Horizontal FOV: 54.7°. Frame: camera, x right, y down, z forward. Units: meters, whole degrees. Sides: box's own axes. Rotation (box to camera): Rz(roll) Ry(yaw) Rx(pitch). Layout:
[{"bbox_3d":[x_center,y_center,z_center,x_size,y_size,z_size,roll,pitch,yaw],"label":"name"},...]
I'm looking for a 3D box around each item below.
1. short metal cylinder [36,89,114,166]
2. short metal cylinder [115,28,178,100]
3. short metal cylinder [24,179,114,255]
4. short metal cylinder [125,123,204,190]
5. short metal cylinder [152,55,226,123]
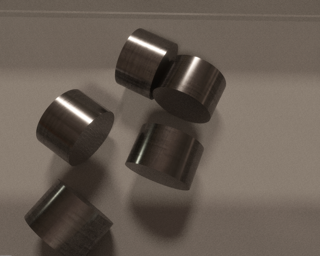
[{"bbox_3d":[-0.102,0.000,0.379,0.050,0.080,0.080,35,74,11],"label":"short metal cylinder"},{"bbox_3d":[-0.017,-0.084,0.411,0.050,0.080,0.080,27,72,9],"label":"short metal cylinder"},{"bbox_3d":[-0.099,0.101,0.342,0.080,0.080,0.050,36,74,12],"label":"short metal cylinder"},{"bbox_3d":[0.006,0.035,0.368,0.080,0.080,0.050,20,71,7],"label":"short metal cylinder"},{"bbox_3d":[0.038,-0.048,0.399,0.080,0.080,0.050,25,72,8],"label":"short metal cylinder"}]
